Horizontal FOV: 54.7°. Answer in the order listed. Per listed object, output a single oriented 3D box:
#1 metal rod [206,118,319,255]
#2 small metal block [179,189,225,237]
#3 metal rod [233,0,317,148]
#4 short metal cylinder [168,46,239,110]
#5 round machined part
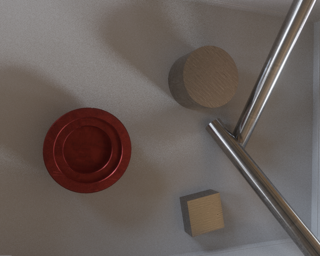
[{"bbox_3d":[0.158,0.109,0.393,0.025,0.025,0.299,-29,70,-18],"label":"metal rod"},{"bbox_3d":[0.059,0.118,0.434,0.050,0.025,0.050,-10,94,-20],"label":"small metal block"},{"bbox_3d":[0.153,-0.096,0.392,0.025,0.025,0.298,9,117,-20],"label":"metal rod"},{"bbox_3d":[0.058,-0.066,0.420,0.081,0.050,0.079,0,90,-21],"label":"short metal cylinder"},{"bbox_3d":[-0.087,0.025,0.370,0.099,0.042,0.097,0,90,-21],"label":"round machined part"}]
